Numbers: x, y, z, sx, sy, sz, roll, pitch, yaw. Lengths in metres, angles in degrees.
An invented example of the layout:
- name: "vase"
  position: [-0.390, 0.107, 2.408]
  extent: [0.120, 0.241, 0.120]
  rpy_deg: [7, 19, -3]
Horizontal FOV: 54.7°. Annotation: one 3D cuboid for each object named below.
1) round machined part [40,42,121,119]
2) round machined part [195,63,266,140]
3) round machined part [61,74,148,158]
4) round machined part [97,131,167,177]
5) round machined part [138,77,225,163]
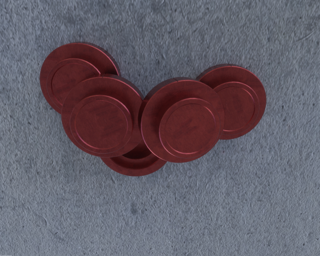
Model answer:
- name: "round machined part"
  position: [-0.098, -0.054, 0.380]
  extent: [0.099, 0.042, 0.097]
  rpy_deg: [0, 110, -1]
- name: "round machined part"
  position: [0.086, -0.030, 0.392]
  extent: [0.099, 0.042, 0.097]
  rpy_deg: [0, 110, -1]
- name: "round machined part"
  position: [-0.063, -0.010, 0.352]
  extent: [0.099, 0.042, 0.097]
  rpy_deg: [0, 110, -1]
- name: "round machined part"
  position: [-0.032, 0.011, 0.405]
  extent: [0.099, 0.042, 0.097]
  rpy_deg: [0, 110, -1]
- name: "round machined part"
  position: [0.027, -0.005, 0.345]
  extent: [0.099, 0.042, 0.097]
  rpy_deg: [-5, 109, -13]
